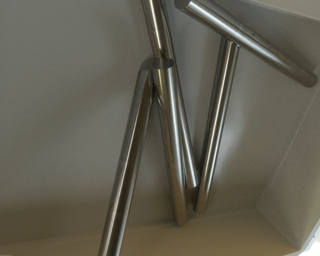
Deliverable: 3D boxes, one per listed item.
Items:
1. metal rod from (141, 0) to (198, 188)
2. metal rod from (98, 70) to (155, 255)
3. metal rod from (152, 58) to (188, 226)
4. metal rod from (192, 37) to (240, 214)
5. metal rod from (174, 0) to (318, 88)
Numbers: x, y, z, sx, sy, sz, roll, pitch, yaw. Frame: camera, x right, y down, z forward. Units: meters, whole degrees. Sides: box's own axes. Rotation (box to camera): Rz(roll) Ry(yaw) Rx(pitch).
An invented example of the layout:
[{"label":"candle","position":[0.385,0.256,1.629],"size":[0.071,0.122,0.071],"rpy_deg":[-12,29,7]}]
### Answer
[{"label":"metal rod","position":[0.019,-0.031,0.401],"size":[0.025,0.025,0.298],"rpy_deg":[-25,128,-14]},{"label":"metal rod","position":[-0.044,0.081,0.357],"size":[0.025,0.025,0.298],"rpy_deg":[14,86,-34]},{"label":"metal rod","position":[0.020,0.043,0.429],"size":[0.025,0.025,0.298],"rpy_deg":[-22,132,-16]},{"label":"metal rod","position":[0.079,0.011,0.460],"size":[0.025,0.025,0.298],"rpy_deg":[-10,123,-24]},{"label":"metal rod","position":[0.131,-0.100,0.394],"size":[0.302,0.025,0.025],"rpy_deg":[12,112,-43]}]
